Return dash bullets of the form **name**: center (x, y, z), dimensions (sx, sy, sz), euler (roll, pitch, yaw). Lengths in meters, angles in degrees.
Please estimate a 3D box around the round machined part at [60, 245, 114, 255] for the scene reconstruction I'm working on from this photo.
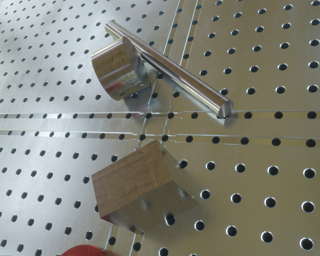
- **round machined part**: center (-0.091, 0.177, 0.335), dimensions (0.098, 0.042, 0.098), euler (-13, 56, 20)

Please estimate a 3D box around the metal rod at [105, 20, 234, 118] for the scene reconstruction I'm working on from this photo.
- **metal rod**: center (-0.004, -0.104, 0.472), dimensions (0.025, 0.025, 0.300), euler (-44, 51, -3)

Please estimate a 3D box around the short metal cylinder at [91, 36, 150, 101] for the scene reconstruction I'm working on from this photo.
- **short metal cylinder**: center (-0.056, -0.086, 0.453), dimensions (0.050, 0.080, 0.080), euler (-24, 53, 14)

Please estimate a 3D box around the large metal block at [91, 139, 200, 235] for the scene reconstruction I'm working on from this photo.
- **large metal block**: center (-0.014, 0.068, 0.338), dimensions (0.080, 0.080, 0.050), euler (-30, 52, 9)
